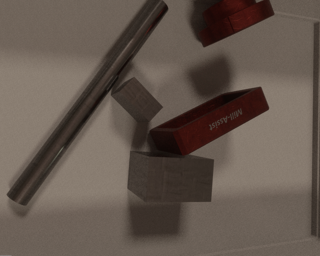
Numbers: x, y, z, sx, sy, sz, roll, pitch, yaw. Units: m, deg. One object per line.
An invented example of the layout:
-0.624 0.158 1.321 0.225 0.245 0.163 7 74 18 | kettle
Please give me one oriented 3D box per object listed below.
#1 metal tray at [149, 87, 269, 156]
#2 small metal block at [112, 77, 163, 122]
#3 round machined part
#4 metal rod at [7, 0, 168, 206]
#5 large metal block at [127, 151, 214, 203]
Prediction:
0.061 -0.010 0.399 0.131 0.090 0.030 -27 99 -18 | metal tray
-0.030 -0.034 0.387 0.050 0.050 0.025 46 76 -15 | small metal block
0.095 -0.147 0.408 0.099 0.098 0.042 -28 100 -18 | round machined part
-0.081 -0.041 0.381 0.025 0.025 0.300 37 78 -17 | metal rod
0.010 0.058 0.386 0.081 0.080 0.050 5 89 -20 | large metal block
